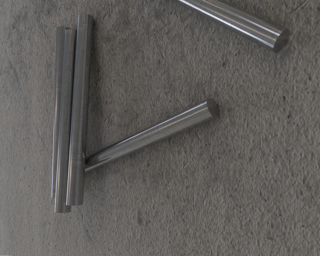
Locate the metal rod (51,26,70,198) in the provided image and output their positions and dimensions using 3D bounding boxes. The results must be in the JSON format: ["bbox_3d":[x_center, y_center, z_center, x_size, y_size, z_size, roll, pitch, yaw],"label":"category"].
[{"bbox_3d":[-0.175,-0.026,0.549,0.025,0.025,0.298,4,93,40],"label":"metal rod"}]

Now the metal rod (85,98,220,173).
[{"bbox_3d":[-0.048,0.027,0.444,0.299,0.025,0.025,-25,75,37],"label":"metal rod"}]

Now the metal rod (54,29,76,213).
[{"bbox_3d":[-0.151,-0.016,0.508,0.025,0.025,0.298,-6,80,40],"label":"metal rod"}]

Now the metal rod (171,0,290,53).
[{"bbox_3d":[0.024,-0.169,0.385,0.300,0.025,0.025,41,115,32],"label":"metal rod"}]

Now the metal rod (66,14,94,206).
[{"bbox_3d":[-0.125,-0.032,0.487,0.025,0.025,0.298,-4,81,40],"label":"metal rod"}]
